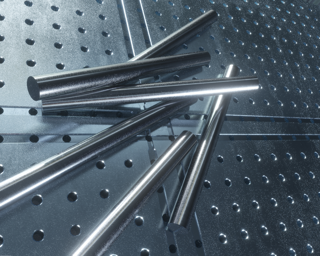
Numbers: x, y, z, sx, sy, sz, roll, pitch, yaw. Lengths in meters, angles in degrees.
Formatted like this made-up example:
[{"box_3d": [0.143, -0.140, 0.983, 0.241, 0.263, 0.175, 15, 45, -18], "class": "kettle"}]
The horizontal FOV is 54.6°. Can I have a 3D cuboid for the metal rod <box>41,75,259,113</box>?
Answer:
[{"box_3d": [0.003, -0.049, 0.412, 0.302, 0.025, 0.025, -8, 65, -22], "class": "metal rod"}]

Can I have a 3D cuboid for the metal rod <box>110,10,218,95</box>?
[{"box_3d": [0.013, -0.132, 0.495, 0.025, 0.025, 0.302, 45, 51, 3], "class": "metal rod"}]

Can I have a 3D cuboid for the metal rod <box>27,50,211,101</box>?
[{"box_3d": [-0.026, -0.078, 0.413, 0.302, 0.025, 0.025, -21, 73, -45], "class": "metal rod"}]

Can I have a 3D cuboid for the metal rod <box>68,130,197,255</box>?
[{"box_3d": [-0.044, 0.096, 0.325, 0.025, 0.025, 0.301, 44, 51, 2], "class": "metal rod"}]

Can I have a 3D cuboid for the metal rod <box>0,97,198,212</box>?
[{"box_3d": [-0.057, 0.011, 0.369, 0.302, 0.025, 0.025, -30, 78, -38], "class": "metal rod"}]

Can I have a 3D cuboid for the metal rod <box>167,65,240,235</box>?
[{"box_3d": [0.072, 0.007, 0.441, 0.025, 0.025, 0.301, 32, 52, -7], "class": "metal rod"}]
